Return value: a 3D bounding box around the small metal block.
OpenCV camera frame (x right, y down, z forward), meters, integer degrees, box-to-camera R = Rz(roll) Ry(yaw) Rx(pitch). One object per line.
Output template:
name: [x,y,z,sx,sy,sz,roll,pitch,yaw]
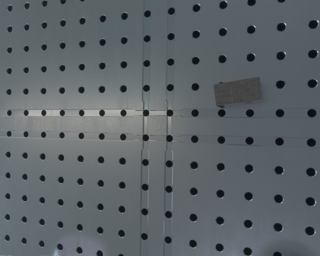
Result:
small metal block: [0.094,-0.040,0.366,0.050,0.050,0.025,-7,88,20]
